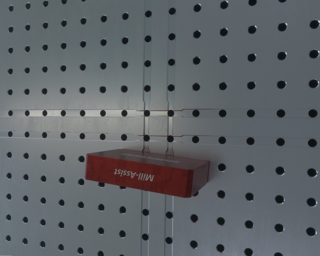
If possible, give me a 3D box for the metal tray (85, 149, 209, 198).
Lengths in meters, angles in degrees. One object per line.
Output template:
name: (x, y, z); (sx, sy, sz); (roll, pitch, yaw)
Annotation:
metal tray: (-0.013, 0.051, 0.383); (0.130, 0.090, 0.030); (6, 92, 20)
